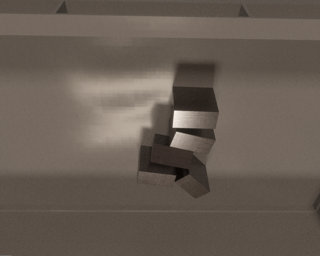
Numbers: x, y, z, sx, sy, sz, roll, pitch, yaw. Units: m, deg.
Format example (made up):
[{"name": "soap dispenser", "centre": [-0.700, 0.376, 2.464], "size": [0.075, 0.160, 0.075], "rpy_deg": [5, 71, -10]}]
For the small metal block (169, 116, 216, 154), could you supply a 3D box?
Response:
[{"name": "small metal block", "centre": [0.040, 0.003, 0.396], "size": [0.050, 0.050, 0.025], "rpy_deg": [13, 129, -11]}]

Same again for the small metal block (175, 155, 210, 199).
[{"name": "small metal block", "centre": [0.045, 0.066, 0.450], "size": [0.025, 0.050, 0.050], "rpy_deg": [-32, 124, 24]}]

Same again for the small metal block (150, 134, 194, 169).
[{"name": "small metal block", "centre": [0.015, 0.030, 0.412], "size": [0.050, 0.050, 0.025], "rpy_deg": [11, 103, -2]}]

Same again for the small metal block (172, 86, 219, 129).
[{"name": "small metal block", "centre": [0.040, -0.025, 0.372], "size": [0.050, 0.050, 0.025], "rpy_deg": [2, 130, -2]}]

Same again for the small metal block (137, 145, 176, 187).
[{"name": "small metal block", "centre": [-0.005, 0.053, 0.438], "size": [0.050, 0.050, 0.025], "rpy_deg": [8, 130, -7]}]
